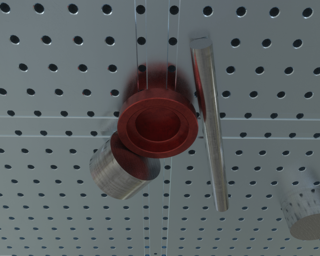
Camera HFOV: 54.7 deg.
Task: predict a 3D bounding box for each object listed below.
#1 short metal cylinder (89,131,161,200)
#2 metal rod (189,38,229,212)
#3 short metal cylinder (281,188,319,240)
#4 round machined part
[{"bbox_3d":[-0.046,0.048,0.416,0.080,0.080,0.050,31,123,-24],"label":"short metal cylinder"},{"bbox_3d":[0.074,0.020,0.429,0.025,0.025,0.299,-9,130,7],"label":"metal rod"},{"bbox_3d":[0.252,0.145,0.521,0.081,0.050,0.079,0,130,0],"label":"short metal cylinder"},{"bbox_3d":[-0.003,-0.010,0.392,0.099,0.042,0.097,0,130,0],"label":"round machined part"}]
